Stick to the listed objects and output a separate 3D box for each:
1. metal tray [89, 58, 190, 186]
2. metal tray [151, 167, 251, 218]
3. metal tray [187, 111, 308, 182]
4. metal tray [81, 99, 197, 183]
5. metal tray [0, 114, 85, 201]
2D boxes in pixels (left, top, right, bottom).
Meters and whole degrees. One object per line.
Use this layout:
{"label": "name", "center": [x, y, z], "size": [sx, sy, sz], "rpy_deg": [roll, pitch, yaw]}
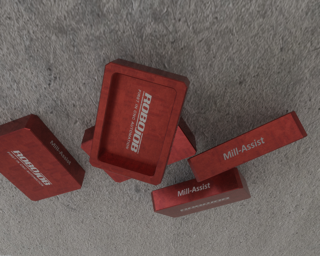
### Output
{"label": "metal tray", "center": [-0.026, -0.005, 0.359], "size": [0.090, 0.030, 0.129], "rpy_deg": [16, 112, 5]}
{"label": "metal tray", "center": [0.064, 0.101, 0.467], "size": [0.130, 0.030, 0.090], "rpy_deg": [-19, 153, 15]}
{"label": "metal tray", "center": [0.107, 0.022, 0.383], "size": [0.130, 0.090, 0.030], "rpy_deg": [-27, 81, 18]}
{"label": "metal tray", "center": [-0.027, 0.019, 0.420], "size": [0.130, 0.030, 0.090], "rpy_deg": [-23, 127, 18]}
{"label": "metal tray", "center": [-0.180, 0.048, 0.443], "size": [0.090, 0.030, 0.130], "rpy_deg": [-18, 128, 14]}
